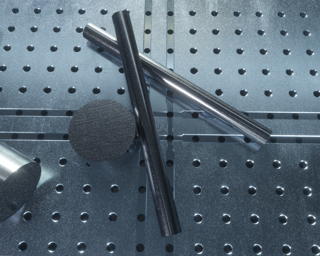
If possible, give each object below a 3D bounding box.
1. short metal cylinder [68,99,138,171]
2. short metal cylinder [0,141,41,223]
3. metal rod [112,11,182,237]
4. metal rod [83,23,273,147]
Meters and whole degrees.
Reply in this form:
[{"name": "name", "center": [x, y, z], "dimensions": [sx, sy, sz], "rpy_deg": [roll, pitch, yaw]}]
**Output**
[{"name": "short metal cylinder", "center": [-0.069, 0.010, 0.394], "dimensions": [0.081, 0.050, 0.080], "rpy_deg": [0, 70, 0]}, {"name": "short metal cylinder", "center": [-0.186, 0.062, 0.358], "dimensions": [0.050, 0.080, 0.080], "rpy_deg": [29, 73, 10]}, {"name": "metal rod", "center": [-0.021, -0.016, 0.400], "dimensions": [0.025, 0.025, 0.299], "rpy_deg": [-13, 77, -5]}, {"name": "metal rod", "center": [0.017, -0.066, 0.435], "dimensions": [0.301, 0.025, 0.025], "rpy_deg": [33, 73, 11]}]
